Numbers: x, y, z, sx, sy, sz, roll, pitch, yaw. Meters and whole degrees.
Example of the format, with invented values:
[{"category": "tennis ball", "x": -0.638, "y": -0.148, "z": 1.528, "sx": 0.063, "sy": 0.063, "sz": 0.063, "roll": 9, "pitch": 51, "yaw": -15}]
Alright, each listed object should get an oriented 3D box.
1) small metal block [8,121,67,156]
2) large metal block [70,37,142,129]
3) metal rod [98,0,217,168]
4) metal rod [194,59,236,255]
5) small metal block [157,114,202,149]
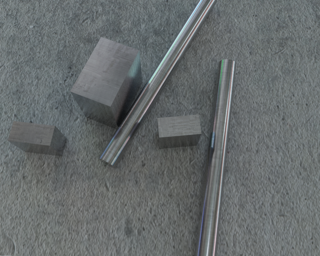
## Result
[{"category": "small metal block", "x": -0.151, "y": 0.014, "z": 0.388, "sx": 0.050, "sy": 0.050, "sz": 0.025, "roll": 6, "pitch": 70, "yaw": 2}, {"category": "large metal block", "x": -0.063, "y": -0.054, "z": 0.398, "sx": 0.050, "sy": 0.080, "sz": 0.080, "roll": 21, "pitch": 71, "yaw": 7}, {"category": "metal rod", "x": 0.005, "y": -0.079, "z": 0.436, "sx": 0.025, "sy": 0.025, "sz": 0.300, "roll": 27, "pitch": 72, "yaw": 9}, {"category": "metal rod", "x": 0.071, "y": 0.047, "z": 0.391, "sx": 0.025, "sy": 0.025, "sz": 0.299, "roll": 9, "pitch": 70, "yaw": 3}, {"category": "small metal block", "x": 0.023, "y": 0.006, "z": 0.393, "sx": 0.050, "sy": 0.050, "sz": 0.025, "roll": -5, "pitch": 70, "yaw": -2}]
